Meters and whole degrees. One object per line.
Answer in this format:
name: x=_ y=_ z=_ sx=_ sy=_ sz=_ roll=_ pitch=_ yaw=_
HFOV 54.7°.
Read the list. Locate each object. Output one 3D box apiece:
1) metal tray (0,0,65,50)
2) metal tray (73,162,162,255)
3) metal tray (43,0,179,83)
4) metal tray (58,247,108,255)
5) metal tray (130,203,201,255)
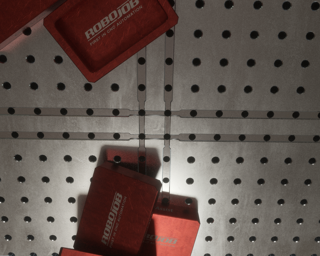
metal tray: x=-0.177 y=-0.157 z=0.351 sx=0.130 sy=0.030 sz=0.090 roll=-32 pitch=108 yaw=10
metal tray: x=-0.059 y=0.122 z=0.431 sx=0.090 sy=0.030 sz=0.129 roll=18 pitch=99 yaw=9
metal tray: x=-0.056 y=-0.126 z=0.363 sx=0.130 sy=0.030 sz=0.090 roll=-33 pitch=107 yaw=11
metal tray: x=-0.072 y=0.200 z=0.444 sx=0.131 sy=0.090 sz=0.030 roll=9 pitch=67 yaw=5
metal tray: x=-0.014 y=0.158 z=0.469 sx=0.131 sy=0.030 sz=0.089 roll=11 pitch=110 yaw=-5
